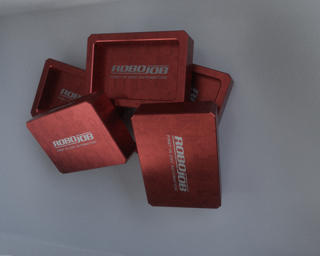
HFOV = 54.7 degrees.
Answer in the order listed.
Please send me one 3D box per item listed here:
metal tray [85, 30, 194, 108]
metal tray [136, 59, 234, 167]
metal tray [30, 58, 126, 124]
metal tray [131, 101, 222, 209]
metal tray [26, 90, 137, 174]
[{"bbox_3d":[-0.027,-0.070,0.383,0.130,0.030,0.089,4,91,19],"label":"metal tray"},{"bbox_3d":[0.029,-0.016,0.395,0.090,0.030,0.129,20,97,18],"label":"metal tray"},{"bbox_3d":[-0.115,-0.038,0.444,0.130,0.030,0.089,21,97,18],"label":"metal tray"},{"bbox_3d":[0.024,0.035,0.363,0.090,0.030,0.129,-2,118,14],"label":"metal tray"},{"bbox_3d":[-0.104,0.010,0.405,0.130,0.030,0.090,-13,115,34],"label":"metal tray"}]
